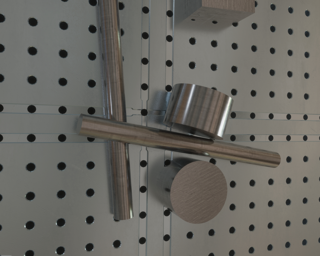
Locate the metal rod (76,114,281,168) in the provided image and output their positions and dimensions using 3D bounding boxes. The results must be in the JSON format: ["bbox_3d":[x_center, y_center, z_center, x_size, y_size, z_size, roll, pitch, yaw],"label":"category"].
[{"bbox_3d":[0.043,0.023,0.411,0.302,0.025,0.025,11,86,-26],"label":"metal rod"}]

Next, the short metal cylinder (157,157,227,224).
[{"bbox_3d":[0.042,0.081,0.415,0.081,0.050,0.079,0,90,-20],"label":"short metal cylinder"}]

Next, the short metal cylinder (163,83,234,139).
[{"bbox_3d":[0.049,-0.020,0.401,0.081,0.080,0.050,18,84,-19],"label":"short metal cylinder"}]

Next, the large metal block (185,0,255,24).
[{"bbox_3d":[0.082,-0.195,0.429,0.081,0.050,0.079,-2,91,-20],"label":"large metal block"}]

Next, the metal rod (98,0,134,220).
[{"bbox_3d":[-0.056,-0.035,0.391,0.025,0.025,0.298,-4,92,-20],"label":"metal rod"}]
